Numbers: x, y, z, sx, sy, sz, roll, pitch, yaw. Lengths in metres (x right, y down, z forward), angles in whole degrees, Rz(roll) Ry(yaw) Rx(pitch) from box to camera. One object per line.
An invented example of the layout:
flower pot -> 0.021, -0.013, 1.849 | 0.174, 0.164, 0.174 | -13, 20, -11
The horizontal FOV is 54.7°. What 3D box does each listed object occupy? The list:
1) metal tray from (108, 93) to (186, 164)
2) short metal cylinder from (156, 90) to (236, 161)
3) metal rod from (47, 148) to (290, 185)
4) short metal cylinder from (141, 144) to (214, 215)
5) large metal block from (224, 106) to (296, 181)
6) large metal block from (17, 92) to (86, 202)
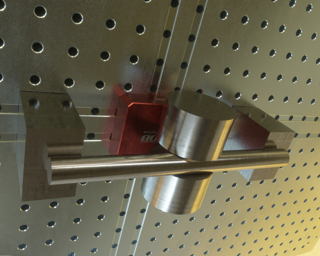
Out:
metal tray -> 0.005, 0.004, 0.413 | 0.131, 0.030, 0.089 | 1, 118, -29
short metal cylinder -> 0.040, -0.005, 0.356 | 0.081, 0.080, 0.050 | 1, 118, -29
metal rod -> 0.034, 0.039, 0.349 | 0.303, 0.025, 0.025 | 0, 118, -29
short metal cylinder -> 0.021, 0.061, 0.386 | 0.081, 0.080, 0.050 | 1, 118, -29
large metal block -> 0.140, 0.022, 0.464 | 0.050, 0.080, 0.079 | 1, 118, -29
large metal block -> -0.117, 0.016, 0.320 | 0.050, 0.080, 0.079 | 1, 118, -29
